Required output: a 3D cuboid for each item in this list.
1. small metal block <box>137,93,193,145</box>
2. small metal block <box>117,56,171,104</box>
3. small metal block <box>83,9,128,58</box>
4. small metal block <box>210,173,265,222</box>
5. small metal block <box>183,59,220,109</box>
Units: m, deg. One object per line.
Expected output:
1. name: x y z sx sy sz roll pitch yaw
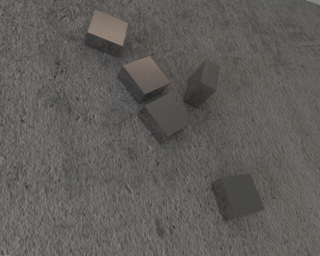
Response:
1. small metal block: 0.007 -0.013 0.415 0.050 0.025 0.050 -30 79 -38
2. small metal block: -0.022 -0.068 0.433 0.050 0.025 0.050 -30 78 -38
3. small metal block: -0.077 -0.136 0.445 0.050 0.025 0.050 18 55 -18
4. small metal block: 0.100 0.089 0.403 0.050 0.025 0.050 -2 63 -29
5. small metal block: 0.062 -0.065 0.461 0.025 0.050 0.050 26 53 -13
